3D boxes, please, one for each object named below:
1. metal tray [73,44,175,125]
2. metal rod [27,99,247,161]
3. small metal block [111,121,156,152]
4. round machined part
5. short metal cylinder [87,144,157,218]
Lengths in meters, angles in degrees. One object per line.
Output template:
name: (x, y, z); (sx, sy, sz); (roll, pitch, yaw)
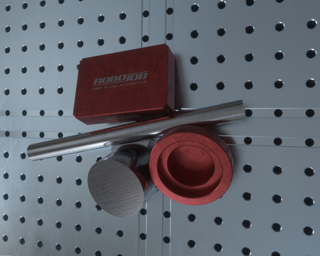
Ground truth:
metal tray: (-0.047, -0.056, 0.411); (0.130, 0.030, 0.090); (-5, 70, 19)
metal rod: (-0.044, 0.007, 0.400); (0.301, 0.025, 0.025); (-11, 86, 19)
small metal block: (-0.035, 0.015, 0.433); (0.050, 0.025, 0.050); (19, 96, 18)
round machined part: (0.039, 0.041, 0.377); (0.098, 0.042, 0.097); (5, 113, 13)
short metal cylinder: (-0.045, 0.068, 0.402); (0.080, 0.050, 0.079); (9, 112, 22)
